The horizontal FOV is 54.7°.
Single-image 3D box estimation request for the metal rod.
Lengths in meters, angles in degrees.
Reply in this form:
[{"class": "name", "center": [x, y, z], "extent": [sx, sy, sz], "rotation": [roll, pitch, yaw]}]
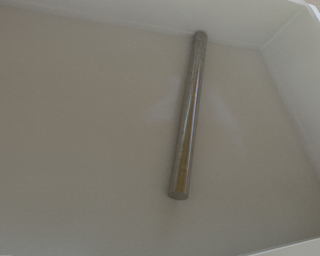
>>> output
[{"class": "metal rod", "center": [0.046, -0.039, 0.455], "extent": [0.025, 0.025, 0.300], "rotation": [23, 53, -15]}]
